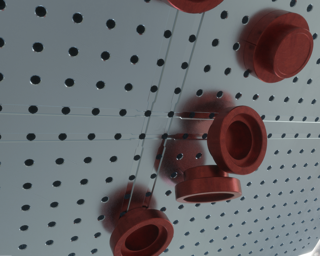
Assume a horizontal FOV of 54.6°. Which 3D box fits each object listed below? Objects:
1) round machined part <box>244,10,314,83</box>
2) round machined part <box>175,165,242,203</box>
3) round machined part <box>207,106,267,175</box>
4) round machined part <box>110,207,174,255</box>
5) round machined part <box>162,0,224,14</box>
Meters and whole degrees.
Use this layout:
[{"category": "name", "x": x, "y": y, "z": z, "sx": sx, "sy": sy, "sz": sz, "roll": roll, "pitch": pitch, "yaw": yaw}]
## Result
[{"category": "round machined part", "x": 0.168, "y": -0.107, "z": 0.425, "sx": 0.099, "sy": 0.042, "sz": 0.097, "roll": -14, "pitch": 124, "yaw": -21}, {"category": "round machined part", "x": 0.071, "y": 0.085, "z": 0.470, "sx": 0.099, "sy": 0.042, "sz": 0.098, "roll": -3, "pitch": 157, "yaw": -1}, {"category": "round machined part", "x": 0.107, "y": 0.018, "z": 0.451, "sx": 0.099, "sy": 0.042, "sz": 0.098, "roll": 2, "pitch": 87, "yaw": -34}, {"category": "round machined part", "x": -0.031, "y": 0.164, "z": 0.484, "sx": 0.099, "sy": 0.042, "sz": 0.097, "roll": -14, "pitch": 124, "yaw": -21}, {"category": "round machined part", "x": 0.031, "y": -0.170, "z": 0.311, "sx": 0.099, "sy": 0.042, "sz": 0.097, "roll": -14, "pitch": 124, "yaw": -21}]
